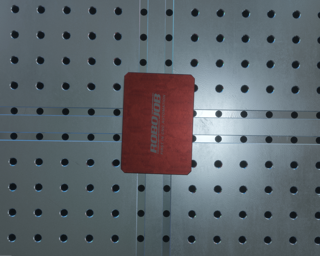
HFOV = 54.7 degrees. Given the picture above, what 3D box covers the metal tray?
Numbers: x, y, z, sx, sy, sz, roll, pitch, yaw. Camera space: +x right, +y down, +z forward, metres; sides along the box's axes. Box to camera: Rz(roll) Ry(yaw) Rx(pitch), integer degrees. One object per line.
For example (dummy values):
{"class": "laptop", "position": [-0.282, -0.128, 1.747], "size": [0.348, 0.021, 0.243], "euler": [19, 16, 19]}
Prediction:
{"class": "metal tray", "position": [-0.003, -0.006, 0.410], "size": [0.091, 0.030, 0.129], "euler": [2, 90, -1]}
